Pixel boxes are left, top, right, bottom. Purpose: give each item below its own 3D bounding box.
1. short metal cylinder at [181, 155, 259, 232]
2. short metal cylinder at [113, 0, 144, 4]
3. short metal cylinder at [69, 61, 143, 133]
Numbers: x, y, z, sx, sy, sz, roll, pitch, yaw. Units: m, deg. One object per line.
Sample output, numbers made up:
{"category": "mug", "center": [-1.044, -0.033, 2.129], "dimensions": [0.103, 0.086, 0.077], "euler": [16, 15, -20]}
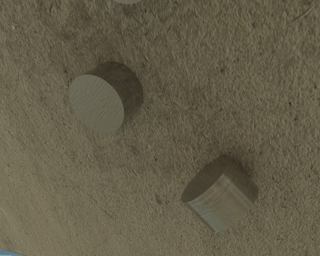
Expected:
{"category": "short metal cylinder", "center": [0.072, 0.079, 0.382], "dimensions": [0.050, 0.080, 0.080], "euler": [46, 129, -4]}
{"category": "short metal cylinder", "center": [-0.024, -0.167, 0.300], "dimensions": [0.080, 0.050, 0.079], "euler": [13, 124, 21]}
{"category": "short metal cylinder", "center": [-0.069, -0.040, 0.402], "dimensions": [0.080, 0.050, 0.079], "euler": [13, 124, 21]}
